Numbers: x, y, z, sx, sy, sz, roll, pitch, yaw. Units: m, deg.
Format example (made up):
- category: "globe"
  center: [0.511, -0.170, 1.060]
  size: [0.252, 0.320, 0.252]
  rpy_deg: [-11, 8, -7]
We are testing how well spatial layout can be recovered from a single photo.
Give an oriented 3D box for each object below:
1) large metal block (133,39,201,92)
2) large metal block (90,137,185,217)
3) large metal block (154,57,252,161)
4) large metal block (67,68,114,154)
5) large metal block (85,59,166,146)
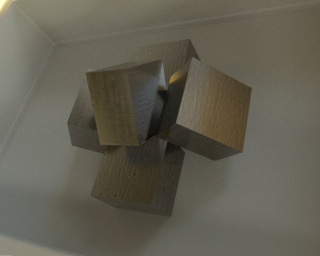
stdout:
- category: "large metal block"
  center: [0.006, -0.069, 0.424]
  size: [0.080, 0.050, 0.080]
  rpy_deg: [-1, 61, 27]
- category: "large metal block"
  center: [-0.024, 0.054, 0.368]
  size: [0.080, 0.050, 0.080]
  rpy_deg: [1, 62, 28]
- category: "large metal block"
  center: [0.049, -0.018, 0.345]
  size: [0.050, 0.080, 0.080]
  rpy_deg: [-33, 38, 60]
- category: "large metal block"
  center: [-0.083, -0.019, 0.415]
  size: [0.050, 0.080, 0.080]
  rpy_deg: [15, 65, -5]
- category: "large metal block"
  center: [-0.032, -0.032, 0.354]
  size: [0.050, 0.079, 0.080]
  rpy_deg: [0, 18, 27]
